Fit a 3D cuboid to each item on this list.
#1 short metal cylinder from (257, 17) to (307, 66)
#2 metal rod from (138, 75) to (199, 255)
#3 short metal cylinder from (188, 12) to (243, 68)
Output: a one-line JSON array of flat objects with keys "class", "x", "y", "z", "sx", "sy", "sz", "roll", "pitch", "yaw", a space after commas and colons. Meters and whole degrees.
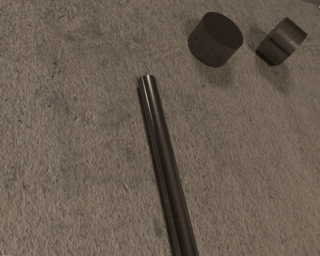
[{"class": "short metal cylinder", "x": 0.235, "y": -0.167, "z": 0.600, "sx": 0.050, "sy": 0.080, "sz": 0.080, "roll": 41, "pitch": 51, "yaw": -1}, {"class": "metal rod", "x": 0.012, "y": 0.064, "z": 0.372, "sx": 0.025, "sy": 0.025, "sz": 0.299, "roll": 1, "pitch": 61, "yaw": -28}, {"class": "short metal cylinder", "x": 0.095, "y": -0.152, "z": 0.534, "sx": 0.081, "sy": 0.050, "sz": 0.080, "roll": 14, "pitch": 56, "yaw": -21}]
